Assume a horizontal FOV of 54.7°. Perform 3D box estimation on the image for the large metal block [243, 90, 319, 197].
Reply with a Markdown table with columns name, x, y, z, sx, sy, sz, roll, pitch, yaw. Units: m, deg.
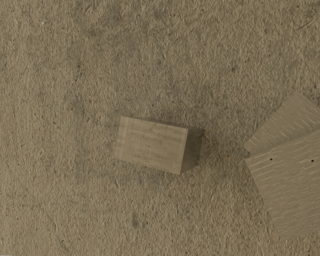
| name | x | y | z | sx | sy | sz | roll | pitch | yaw |
| --- | --- | --- | --- | --- | --- | --- | --- | --- | --- |
| large metal block | 0.152 | 0.017 | 0.342 | 0.080 | 0.050 | 0.080 | 44 | 104 | 14 |

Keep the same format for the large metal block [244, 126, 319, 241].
| name | x | y | z | sx | sy | sz | roll | pitch | yaw |
| --- | --- | --- | --- | --- | --- | --- | --- | --- | --- |
| large metal block | 0.137 | 0.049 | 0.294 | 0.080 | 0.050 | 0.080 | -25 | 82 | 18 |

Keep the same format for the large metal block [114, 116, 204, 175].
| name | x | y | z | sx | sy | sz | roll | pitch | yaw |
| --- | --- | --- | --- | --- | --- | --- | --- | --- | --- |
| large metal block | 0.002 | 0.018 | 0.379 | 0.080 | 0.080 | 0.050 | 11 | 94 | 19 |
